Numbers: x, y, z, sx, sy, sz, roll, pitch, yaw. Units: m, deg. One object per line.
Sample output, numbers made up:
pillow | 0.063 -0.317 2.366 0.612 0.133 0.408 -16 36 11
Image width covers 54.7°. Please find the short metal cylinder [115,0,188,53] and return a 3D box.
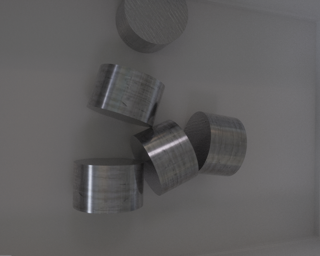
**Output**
short metal cylinder | -0.011 -0.140 0.393 0.081 0.050 0.080 0 90 -20

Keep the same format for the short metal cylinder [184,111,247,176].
short metal cylinder | 0.069 0.021 0.406 0.050 0.080 0.080 9 87 -20

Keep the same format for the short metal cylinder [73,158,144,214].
short metal cylinder | -0.059 0.064 0.359 0.081 0.080 0.050 1 90 -20

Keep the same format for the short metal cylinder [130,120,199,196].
short metal cylinder | 0.004 0.036 0.383 0.050 0.080 0.080 -24 98 -18

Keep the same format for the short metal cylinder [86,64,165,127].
short metal cylinder | -0.040 -0.036 0.366 0.081 0.080 0.050 19 84 -19
